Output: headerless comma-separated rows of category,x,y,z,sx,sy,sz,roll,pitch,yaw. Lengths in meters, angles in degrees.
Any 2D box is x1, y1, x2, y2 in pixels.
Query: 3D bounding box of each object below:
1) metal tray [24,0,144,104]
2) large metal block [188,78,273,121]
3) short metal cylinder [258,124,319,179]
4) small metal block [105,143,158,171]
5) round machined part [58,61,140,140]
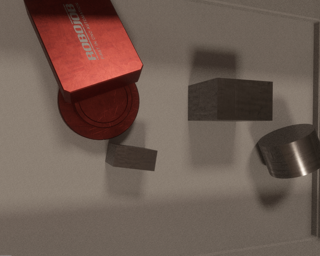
metal tray,-0.087,-0.102,0.353,0.091,0.030,0.130,-22,77,-19
large metal block,0.092,-0.035,0.417,0.081,0.080,0.050,0,90,-20
short metal cylinder,0.192,0.033,0.454,0.081,0.080,0.050,-26,99,-18
small metal block,-0.037,0.035,0.385,0.050,0.050,0.025,10,87,-20
round machined part,-0.072,-0.034,0.376,0.099,0.042,0.097,0,90,-21
